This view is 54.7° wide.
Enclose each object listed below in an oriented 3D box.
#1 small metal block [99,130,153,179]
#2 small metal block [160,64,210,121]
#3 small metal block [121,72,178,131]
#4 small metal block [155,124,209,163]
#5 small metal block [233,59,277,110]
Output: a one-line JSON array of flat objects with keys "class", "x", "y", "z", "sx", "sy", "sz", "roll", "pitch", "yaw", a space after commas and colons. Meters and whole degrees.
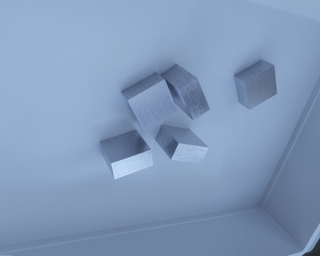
[{"class": "small metal block", "x": -0.043, "y": 0.032, "z": 0.389, "sx": 0.050, "sy": 0.050, "sz": 0.025, "roll": -18, "pitch": 126, "yaw": -18}, {"class": "small metal block", "x": 0.031, "y": -0.045, "z": 0.382, "sx": 0.025, "sy": 0.050, "sz": 0.050, "roll": -35, "pitch": 129, "yaw": -5}, {"class": "small metal block", "x": -0.013, "y": -0.032, "z": 0.382, "sx": 0.050, "sy": 0.025, "sz": 0.050, "roll": -31, "pitch": 129, "yaw": -8}, {"class": "small metal block", "x": 0.029, "y": 0.021, "z": 0.421, "sx": 0.050, "sy": 0.050, "sz": 0.025, "roll": 10, "pitch": 114, "yaw": -33}, {"class": "small metal block", "x": 0.138, "y": -0.062, "z": 0.445, "sx": 0.050, "sy": 0.025, "sz": 0.050, "roll": -30, "pitch": 129, "yaw": -9}]
